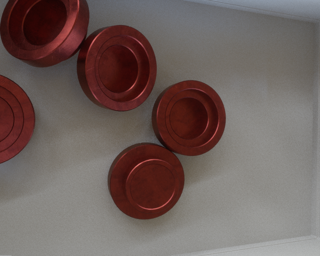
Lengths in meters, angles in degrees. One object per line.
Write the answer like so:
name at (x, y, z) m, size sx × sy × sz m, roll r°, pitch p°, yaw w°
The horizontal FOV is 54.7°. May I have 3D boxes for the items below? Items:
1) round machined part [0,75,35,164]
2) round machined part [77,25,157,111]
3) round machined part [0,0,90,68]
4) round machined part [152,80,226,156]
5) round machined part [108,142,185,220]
round machined part at (-0.187, -0.009, 0.333) m, size 0.099 × 0.042 × 0.097 m, roll 0°, pitch 90°, yaw -21°
round machined part at (-0.054, -0.071, 0.370) m, size 0.099 × 0.042 × 0.097 m, roll -10°, pitch 106°, yaw -40°
round machined part at (-0.120, -0.112, 0.340) m, size 0.098 × 0.042 × 0.098 m, roll -4°, pitch 77°, yaw 18°
round machined part at (0.035, -0.013, 0.416) m, size 0.099 × 0.042 × 0.097 m, roll 0°, pitch 90°, yaw -21°
round machined part at (-0.014, 0.069, 0.393) m, size 0.099 × 0.042 × 0.097 m, roll -2°, pitch 95°, yaw -17°
